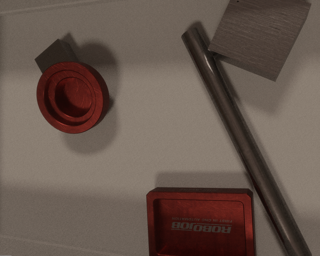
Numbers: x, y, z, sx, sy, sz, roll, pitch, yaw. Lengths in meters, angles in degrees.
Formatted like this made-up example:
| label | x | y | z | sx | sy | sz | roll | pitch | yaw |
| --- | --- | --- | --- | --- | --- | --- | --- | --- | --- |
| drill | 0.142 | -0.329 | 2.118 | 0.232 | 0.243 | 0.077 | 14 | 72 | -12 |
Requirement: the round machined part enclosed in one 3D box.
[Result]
| label | x | y | z | sx | sy | sz | roll | pitch | yaw |
| --- | --- | --- | --- | --- | --- | --- | --- | --- | --- |
| round machined part | -0.117 | -0.044 | 0.433 | 0.098 | 0.042 | 0.097 | 3 | 104 | 12 |

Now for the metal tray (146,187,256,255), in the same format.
| label | x | y | z | sx | sy | sz | roll | pitch | yaw |
| --- | --- | --- | --- | --- | --- | --- | --- | --- | --- |
| metal tray | 0.051 | 0.123 | 0.389 | 0.130 | 0.030 | 0.089 | -3 | 89 | 19 |

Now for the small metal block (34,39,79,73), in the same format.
| label | x | y | z | sx | sy | sz | roll | pitch | yaw |
| --- | --- | --- | --- | --- | --- | --- | --- | --- | --- |
| small metal block | -0.150 | -0.095 | 0.462 | 0.050 | 0.025 | 0.050 | -34 | 79 | 16 |

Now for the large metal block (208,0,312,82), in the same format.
| label | x | y | z | sx | sy | sz | roll | pitch | yaw |
| --- | --- | --- | --- | --- | --- | --- | --- | --- | --- |
| large metal block | 0.113 | -0.109 | 0.357 | 0.080 | 0.050 | 0.080 | 27 | 99 | 17 |

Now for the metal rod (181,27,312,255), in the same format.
| label | x | y | z | sx | sy | sz | roll | pitch | yaw |
| --- | --- | --- | --- | --- | --- | --- | --- | --- | --- |
| metal rod | 0.100 | 0.013 | 0.375 | 0.025 | 0.025 | 0.299 | -27 | 81 | 18 |
